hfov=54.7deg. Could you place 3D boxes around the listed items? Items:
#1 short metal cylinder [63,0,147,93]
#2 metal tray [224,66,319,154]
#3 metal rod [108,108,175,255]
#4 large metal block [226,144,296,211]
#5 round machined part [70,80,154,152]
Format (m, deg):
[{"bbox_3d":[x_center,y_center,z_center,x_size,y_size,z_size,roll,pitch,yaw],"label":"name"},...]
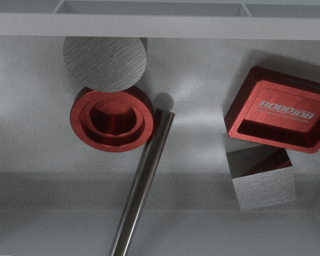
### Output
[{"bbox_3d":[-0.054,-0.084,0.320,0.081,0.050,0.079,0,130,0],"label":"short metal cylinder"},{"bbox_3d":[0.159,-0.019,0.392,0.131,0.030,0.089,12,129,-11],"label":"metal tray"},{"bbox_3d":[-0.039,0.118,0.419,0.025,0.025,0.298,16,100,-14],"label":"metal rod"},{"bbox_3d":[0.149,0.072,0.457,0.080,0.050,0.080,-15,129,11],"label":"large metal block"},{"bbox_3d":[-0.057,-0.019,0.381,0.099,0.042,0.097,0,130,0],"label":"round machined part"}]
